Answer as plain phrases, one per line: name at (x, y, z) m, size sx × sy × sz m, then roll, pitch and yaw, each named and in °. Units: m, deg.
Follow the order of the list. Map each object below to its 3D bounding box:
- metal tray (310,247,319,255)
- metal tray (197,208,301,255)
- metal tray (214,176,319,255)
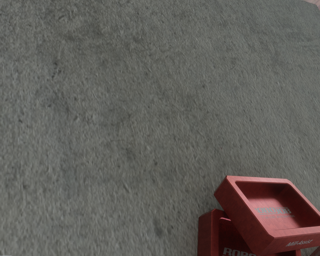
metal tray at (0.244, 0.203, 0.411) m, size 0.131 × 0.030 × 0.090 m, roll -19°, pitch 72°, yaw -36°
metal tray at (0.108, 0.156, 0.365) m, size 0.131 × 0.030 × 0.090 m, roll 19°, pitch 54°, yaw -17°
metal tray at (0.141, 0.103, 0.381) m, size 0.131 × 0.030 × 0.090 m, roll 9°, pitch 32°, yaw -34°
